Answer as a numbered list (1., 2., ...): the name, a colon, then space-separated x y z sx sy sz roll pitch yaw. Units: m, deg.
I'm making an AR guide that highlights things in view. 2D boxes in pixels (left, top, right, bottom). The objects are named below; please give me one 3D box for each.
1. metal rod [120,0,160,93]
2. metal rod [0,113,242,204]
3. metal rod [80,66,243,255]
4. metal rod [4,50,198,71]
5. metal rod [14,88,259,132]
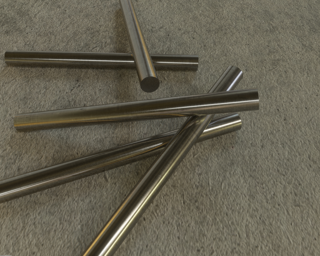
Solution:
1. metal rod: -0.041 -0.154 0.506 0.025 0.025 0.300 -8 43 -7
2. metal rod: -0.040 0.031 0.376 0.302 0.025 0.025 -16 52 -13
3. metal rod: 0.014 0.032 0.352 0.025 0.025 0.301 29 63 22
4. metal rod: -0.091 -0.108 0.492 0.302 0.025 0.025 2 50 1
5. metal rod: -0.038 -0.019 0.376 0.301 0.025 0.025 -5 49 13
